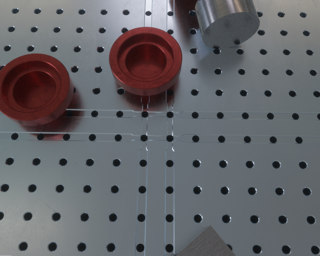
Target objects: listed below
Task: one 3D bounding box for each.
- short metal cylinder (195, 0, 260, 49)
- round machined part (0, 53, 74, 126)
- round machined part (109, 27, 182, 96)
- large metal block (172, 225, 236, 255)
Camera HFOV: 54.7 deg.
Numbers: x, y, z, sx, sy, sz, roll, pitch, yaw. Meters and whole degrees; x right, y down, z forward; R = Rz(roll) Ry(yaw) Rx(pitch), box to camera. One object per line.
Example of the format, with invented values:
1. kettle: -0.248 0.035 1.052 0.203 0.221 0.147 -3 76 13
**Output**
1. short metal cylinder: 0.095 -0.157 0.440 0.081 0.080 0.050 -9 71 -3
2. round machined part: -0.166 -0.048 0.419 0.099 0.042 0.098 0 70 0
3. round machined part: -0.019 -0.089 0.435 0.099 0.042 0.098 0 70 0
4. large metal block: 0.048 0.166 0.338 0.080 0.050 0.080 -37 74 -13
